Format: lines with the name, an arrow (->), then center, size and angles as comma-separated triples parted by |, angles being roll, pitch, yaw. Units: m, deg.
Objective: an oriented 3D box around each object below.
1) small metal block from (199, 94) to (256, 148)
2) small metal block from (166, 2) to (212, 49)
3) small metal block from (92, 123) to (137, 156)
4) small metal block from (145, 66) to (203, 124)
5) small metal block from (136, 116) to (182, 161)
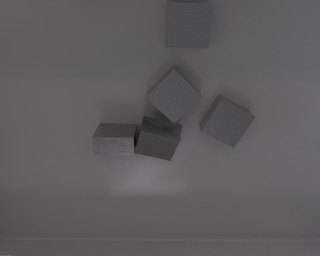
small metal block -> 0.087, -0.009, 0.409 | 0.050, 0.025, 0.050 | 27, 108, -10
small metal block -> 0.033, -0.121, 0.367 | 0.050, 0.025, 0.050 | 1, 110, -1
small metal block -> -0.057, 0.014, 0.403 | 0.050, 0.050, 0.025 | 1, 110, 0
small metal block -> 0.017, -0.043, 0.396 | 0.050, 0.025, 0.050 | 42, 105, -14
small metal block -> -0.003, 0.015, 0.405 | 0.050, 0.025, 0.050 | 13, 141, -5
